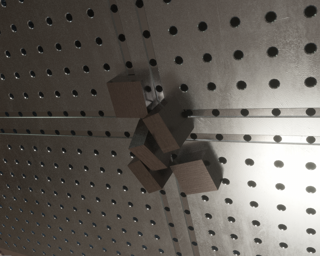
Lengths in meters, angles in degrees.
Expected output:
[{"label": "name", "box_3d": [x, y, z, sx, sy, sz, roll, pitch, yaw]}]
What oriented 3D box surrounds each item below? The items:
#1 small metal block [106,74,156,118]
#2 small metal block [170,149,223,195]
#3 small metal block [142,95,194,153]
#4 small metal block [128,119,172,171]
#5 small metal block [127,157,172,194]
[{"label": "small metal block", "box_3d": [-0.036, -0.041, 0.403, 0.050, 0.025, 0.050, 2, 119, 27]}, {"label": "small metal block", "box_3d": [0.050, 0.061, 0.422, 0.050, 0.025, 0.050, -17, 110, 34]}, {"label": "small metal block", "box_3d": [0.012, -0.005, 0.385, 0.025, 0.050, 0.050, -22, 107, 36]}, {"label": "small metal block", "box_3d": [-0.009, 0.020, 0.401, 0.025, 0.050, 0.050, -17, 130, 35]}, {"label": "small metal block", "box_3d": [-0.010, 0.054, 0.432, 0.025, 0.050, 0.050, -28, 103, 37]}]
